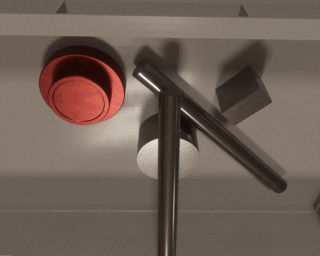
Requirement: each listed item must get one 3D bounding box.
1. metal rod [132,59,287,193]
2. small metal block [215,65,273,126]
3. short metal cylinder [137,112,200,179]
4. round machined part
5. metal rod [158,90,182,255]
[{"bbox_3d":[0.083,0.012,0.420,0.025,0.025,0.301,-37,121,27],"label":"metal rod"},{"bbox_3d":[0.096,-0.038,0.362,0.050,0.050,0.025,-35,122,26],"label":"small metal block"},{"bbox_3d":[0.011,0.025,0.414,0.081,0.050,0.079,0,130,0],"label":"short metal cylinder"},{"bbox_3d":[-0.091,-0.042,0.361,0.099,0.042,0.097,-1,130,0],"label":"round machined part"},{"bbox_3d":[0.010,0.100,0.392,0.025,0.025,0.298,0,112,-1],"label":"metal rod"}]
